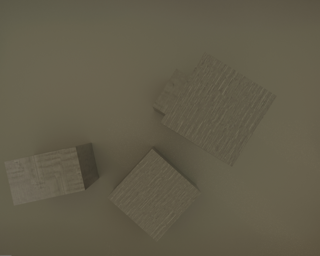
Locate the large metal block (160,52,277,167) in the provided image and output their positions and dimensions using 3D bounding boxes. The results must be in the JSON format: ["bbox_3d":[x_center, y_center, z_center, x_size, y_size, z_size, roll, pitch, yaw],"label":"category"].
[{"bbox_3d":[0.056,-0.018,0.319,0.080,0.050,0.080,32,90,0],"label":"large metal block"}]

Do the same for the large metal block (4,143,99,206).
[{"bbox_3d":[-0.128,0.053,0.383,0.080,0.080,0.050,-12,90,0],"label":"large metal block"}]

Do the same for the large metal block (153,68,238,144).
[{"bbox_3d":[0.039,-0.025,0.384,0.080,0.080,0.050,32,90,0],"label":"large metal block"}]

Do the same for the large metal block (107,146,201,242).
[{"bbox_3d":[-0.007,0.081,0.399,0.080,0.050,0.080,42,90,0],"label":"large metal block"}]
